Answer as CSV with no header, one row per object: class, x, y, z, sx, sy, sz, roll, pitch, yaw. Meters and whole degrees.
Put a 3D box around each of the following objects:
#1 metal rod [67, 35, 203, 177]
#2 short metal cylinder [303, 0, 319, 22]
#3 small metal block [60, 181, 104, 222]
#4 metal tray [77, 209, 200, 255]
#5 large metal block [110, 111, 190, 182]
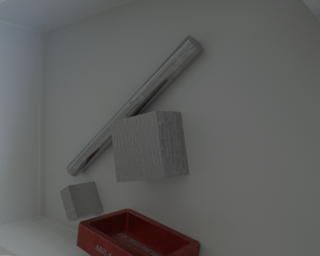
metal rod,-0.052,-0.015,0.447,0.299,0.025,0.025,-42,65,31
short metal cylinder,0.149,-0.106,0.247,0.050,0.081,0.080,-39,67,33
small metal block,-0.123,0.115,0.489,0.025,0.050,0.050,-34,69,35
metal tray,-0.028,0.144,0.385,0.130,0.091,0.030,13,98,39
large metal block,-0.014,0.025,0.400,0.080,0.050,0.080,-12,83,39
